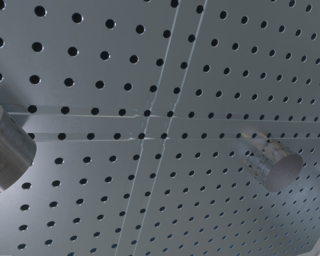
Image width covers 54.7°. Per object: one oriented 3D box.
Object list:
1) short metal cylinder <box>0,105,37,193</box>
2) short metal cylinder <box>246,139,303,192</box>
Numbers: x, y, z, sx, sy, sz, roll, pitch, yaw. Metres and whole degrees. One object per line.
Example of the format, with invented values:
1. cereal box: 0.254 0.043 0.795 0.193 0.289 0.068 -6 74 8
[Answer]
1. short metal cylinder: -0.169 0.022 0.297 0.080 0.080 0.050 -33 129 -7
2. short metal cylinder: 0.201 0.066 0.545 0.081 0.050 0.079 -14 124 -21
